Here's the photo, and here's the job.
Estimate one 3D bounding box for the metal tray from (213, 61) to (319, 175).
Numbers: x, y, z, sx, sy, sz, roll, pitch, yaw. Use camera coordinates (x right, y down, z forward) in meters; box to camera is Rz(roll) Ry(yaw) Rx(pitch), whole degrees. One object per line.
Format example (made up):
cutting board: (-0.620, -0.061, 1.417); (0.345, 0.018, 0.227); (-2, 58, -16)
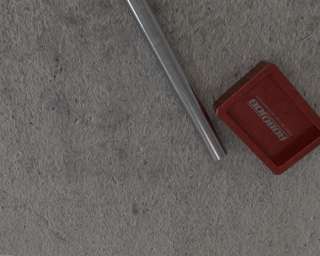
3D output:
metal tray: (0.145, -0.011, 0.404); (0.090, 0.030, 0.130); (-42, 105, 14)

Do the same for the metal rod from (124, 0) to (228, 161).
metal rod: (0.008, -0.086, 0.378); (0.025, 0.025, 0.299); (-27, 108, 9)
